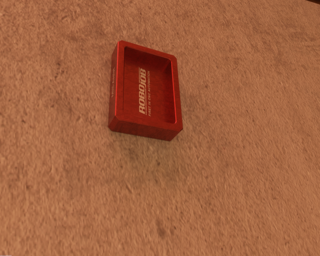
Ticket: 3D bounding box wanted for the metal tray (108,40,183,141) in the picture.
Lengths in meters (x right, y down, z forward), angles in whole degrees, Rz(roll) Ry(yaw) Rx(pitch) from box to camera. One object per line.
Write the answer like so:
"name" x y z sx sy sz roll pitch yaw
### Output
"metal tray" -0.020 -0.052 0.420 0.091 0.030 0.130 11 57 -22
